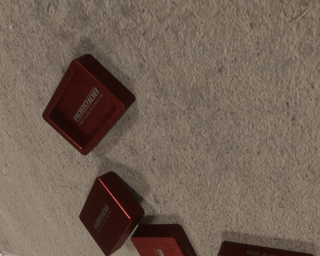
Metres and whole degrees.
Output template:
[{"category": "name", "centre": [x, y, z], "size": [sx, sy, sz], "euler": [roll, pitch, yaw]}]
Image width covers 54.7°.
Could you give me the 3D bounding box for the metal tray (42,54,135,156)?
[{"category": "metal tray", "centre": [-0.105, -0.028, 0.439], "size": [0.090, 0.030, 0.129], "euler": [43, 129, -3]}]

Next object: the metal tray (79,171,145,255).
[{"category": "metal tray", "centre": [-0.085, 0.145, 0.517], "size": [0.090, 0.030, 0.129], "euler": [47, 131, 20]}]

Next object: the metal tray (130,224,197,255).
[{"category": "metal tray", "centre": [0.017, 0.225, 0.532], "size": [0.090, 0.030, 0.129], "euler": [-13, 112, 33]}]

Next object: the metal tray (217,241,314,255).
[{"category": "metal tray", "centre": [0.157, 0.218, 0.454], "size": [0.130, 0.030, 0.089], "euler": [-2, 118, 28]}]
